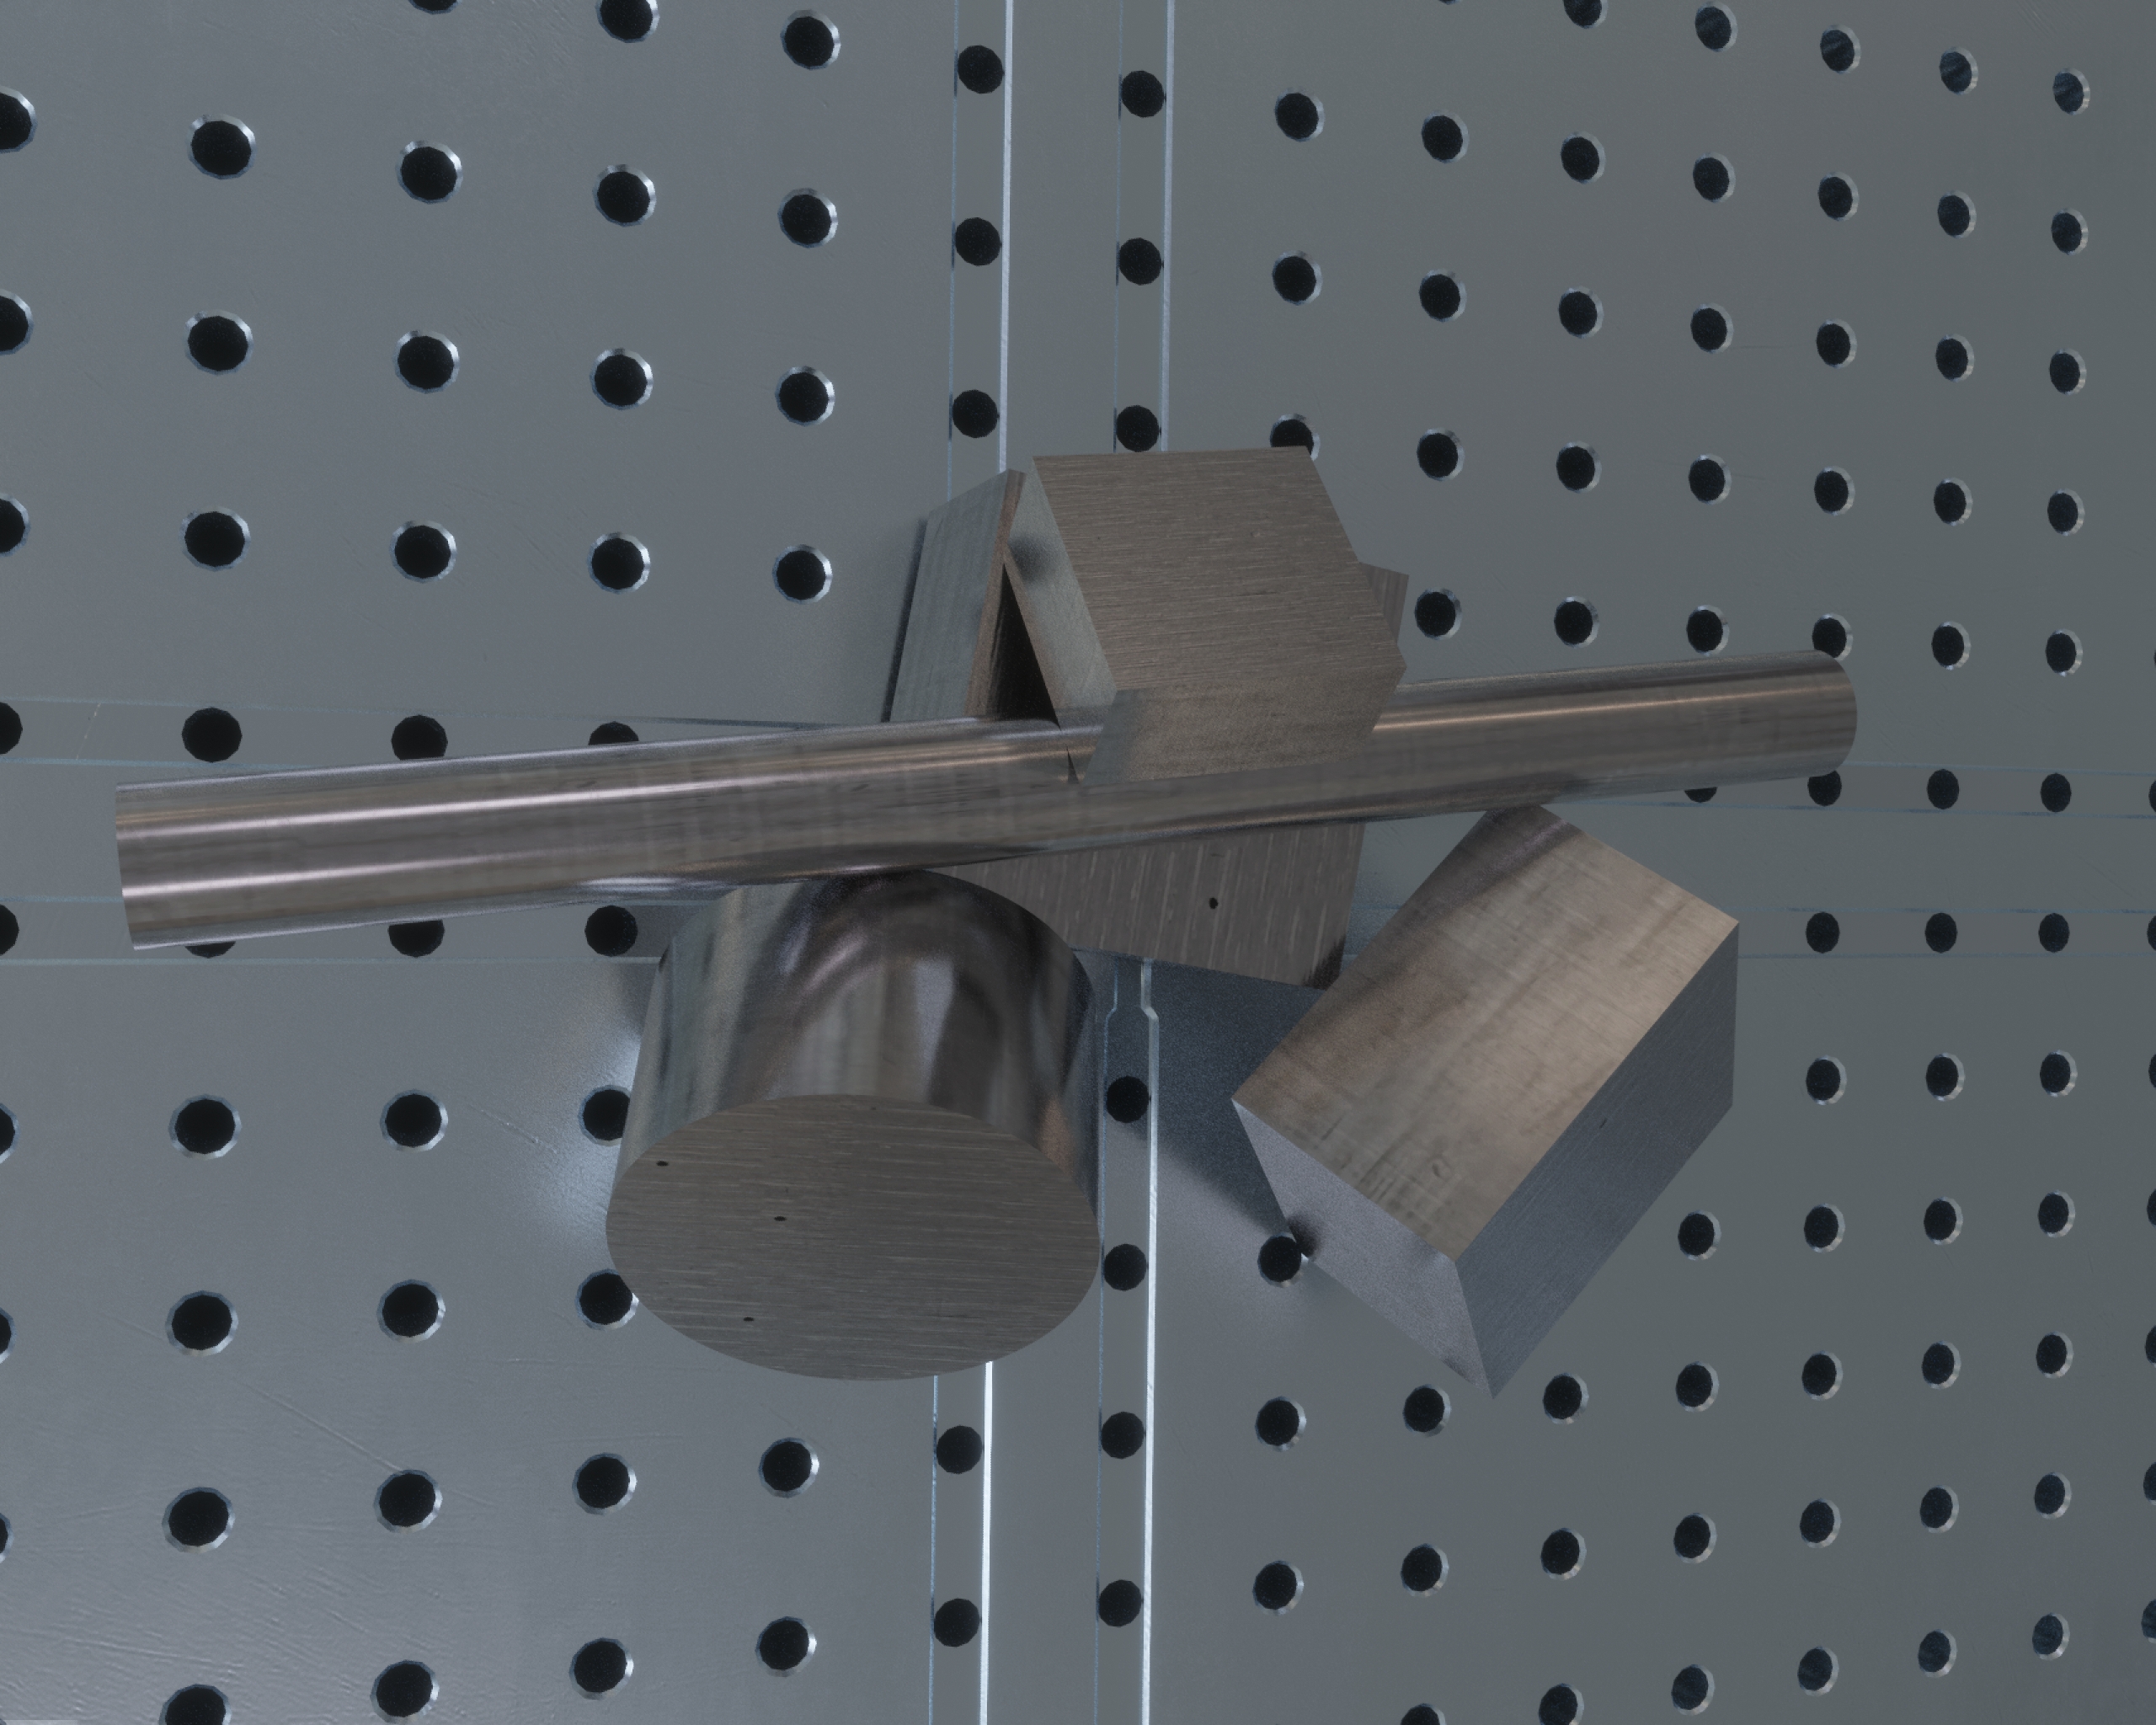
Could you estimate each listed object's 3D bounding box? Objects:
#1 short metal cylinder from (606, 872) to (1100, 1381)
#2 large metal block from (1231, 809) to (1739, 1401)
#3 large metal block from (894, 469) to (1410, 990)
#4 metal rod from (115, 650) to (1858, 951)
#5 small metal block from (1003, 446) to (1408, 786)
[{"bbox_3d":[-0.037,0.046,0.360,0.080,0.080,0.050,21,41,-19],"label":"short metal cylinder"},{"bbox_3d":[0.082,0.046,0.403,0.080,0.050,0.080,-47,148,-14],"label":"large metal block"},{"bbox_3d":[0.009,-0.023,0.399,0.081,0.050,0.080,11,86,-20],"label":"large metal block"},{"bbox_3d":[0.002,-0.014,0.357,0.303,0.025,0.025,-6,92,-20],"label":"metal rod"},{"bbox_3d":[0.020,-0.042,0.350,0.050,0.025,0.050,-6,57,-20],"label":"small metal block"}]
